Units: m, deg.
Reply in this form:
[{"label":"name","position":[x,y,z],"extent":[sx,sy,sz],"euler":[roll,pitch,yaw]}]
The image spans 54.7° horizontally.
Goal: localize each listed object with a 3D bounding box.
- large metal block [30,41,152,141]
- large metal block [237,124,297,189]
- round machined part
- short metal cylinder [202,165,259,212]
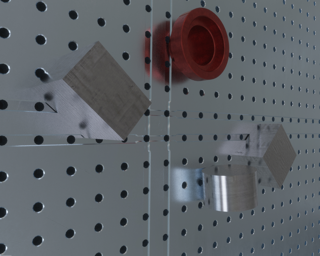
[{"label":"large metal block","position":[-0.070,-0.033,0.314],"extent":[0.080,0.080,0.050],"euler":[49,61,-29]},{"label":"large metal block","position":[0.193,0.049,0.555],"extent":[0.080,0.050,0.080],"euler":[-51,120,-28]},{"label":"round machined part","position":[0.051,-0.115,0.440],"extent":[0.099,0.042,0.097],"euler":[0,90,-40]},{"label":"short metal cylinder","position":[0.104,0.087,0.460],"extent":[0.081,0.080,0.050],"euler":[-7,95,-40]}]
